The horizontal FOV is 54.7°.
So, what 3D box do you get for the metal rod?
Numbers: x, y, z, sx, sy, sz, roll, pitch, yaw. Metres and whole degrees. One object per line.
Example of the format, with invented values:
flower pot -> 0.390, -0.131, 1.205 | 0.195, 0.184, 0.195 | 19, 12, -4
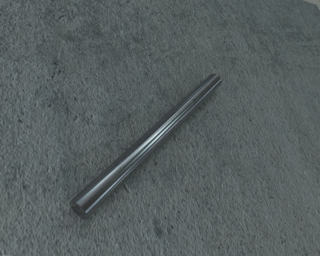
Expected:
metal rod -> 0.003, 0.003, 0.407 | 0.025, 0.025, 0.302 | 45, 51, 2
